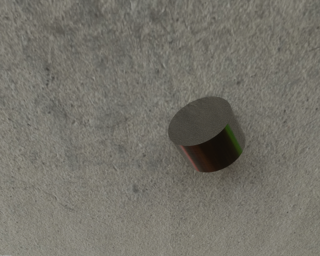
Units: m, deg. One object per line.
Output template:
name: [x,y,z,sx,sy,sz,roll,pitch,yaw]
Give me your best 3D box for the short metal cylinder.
short metal cylinder: [0.057,0.007,0.378,0.080,0.080,0.050,-22,127,17]
